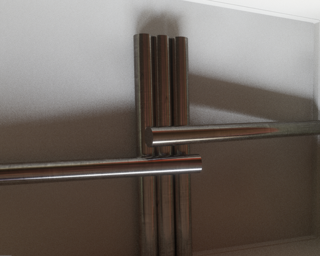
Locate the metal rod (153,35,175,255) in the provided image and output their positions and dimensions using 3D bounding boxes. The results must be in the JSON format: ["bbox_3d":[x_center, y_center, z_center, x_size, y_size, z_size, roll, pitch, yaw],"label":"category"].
[{"bbox_3d":[0.004,0.029,0.412,0.025,0.025,0.298,-2,91,-20],"label":"metal rod"}]

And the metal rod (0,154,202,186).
[{"bbox_3d":[-0.097,0.049,0.357,0.302,0.025,0.025,-1,91,-15],"label":"metal rod"}]

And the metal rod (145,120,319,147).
[{"bbox_3d":[0.122,0.005,0.437,0.303,0.025,0.025,-2,91,-27],"label":"metal rod"}]

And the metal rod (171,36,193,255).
[{"bbox_3d":[0.029,0.028,0.421,0.025,0.025,0.298,-2,91,-20],"label":"metal rod"}]

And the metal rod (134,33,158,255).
[{"bbox_3d":[-0.019,0.030,0.403,0.025,0.025,0.298,-2,91,-20],"label":"metal rod"}]
